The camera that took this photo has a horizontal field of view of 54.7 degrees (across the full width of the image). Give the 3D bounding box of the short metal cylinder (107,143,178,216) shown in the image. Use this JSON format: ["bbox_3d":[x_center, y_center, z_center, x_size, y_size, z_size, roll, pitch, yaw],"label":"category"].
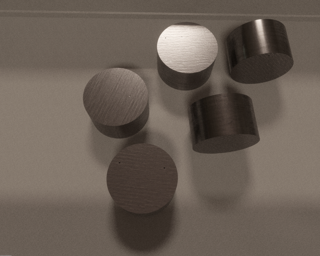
[{"bbox_3d":[-0.020,0.064,0.373,0.081,0.050,0.080,0,70,0],"label":"short metal cylinder"}]

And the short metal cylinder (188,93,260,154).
[{"bbox_3d":[0.077,-0.003,0.383,0.081,0.080,0.050,-5,70,-2],"label":"short metal cylinder"}]

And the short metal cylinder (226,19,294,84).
[{"bbox_3d":[0.133,-0.101,0.419,0.081,0.080,0.050,-3,70,-2],"label":"short metal cylinder"}]

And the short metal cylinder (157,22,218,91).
[{"bbox_3d":[0.036,-0.099,0.433,0.081,0.050,0.080,0,70,0],"label":"short metal cylinder"}]

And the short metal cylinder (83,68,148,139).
[{"bbox_3d":[-0.055,-0.031,0.407,0.081,0.050,0.080,0,70,0],"label":"short metal cylinder"}]
